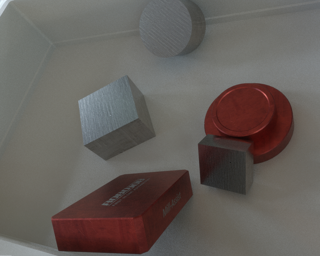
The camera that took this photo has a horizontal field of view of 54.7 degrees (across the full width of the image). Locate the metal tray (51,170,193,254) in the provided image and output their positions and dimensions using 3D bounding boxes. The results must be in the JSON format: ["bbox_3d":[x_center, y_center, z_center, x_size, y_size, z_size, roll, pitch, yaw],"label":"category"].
[{"bbox_3d":[-0.029,0.077,0.311,0.090,0.131,0.030,-8,96,24],"label":"metal tray"}]

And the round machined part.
[{"bbox_3d":[0.097,-0.012,0.351,0.098,0.042,0.098,-13,56,20],"label":"round machined part"}]

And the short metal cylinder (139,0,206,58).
[{"bbox_3d":[0.018,-0.143,0.440,0.080,0.050,0.079,10,111,27],"label":"short metal cylinder"}]

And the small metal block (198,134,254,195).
[{"bbox_3d":[0.070,0.037,0.327,0.050,0.050,0.025,9,28,31],"label":"small metal block"}]

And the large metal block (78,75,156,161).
[{"bbox_3d":[-0.061,-0.014,0.428,0.080,0.050,0.080,-26,53,11],"label":"large metal block"}]
